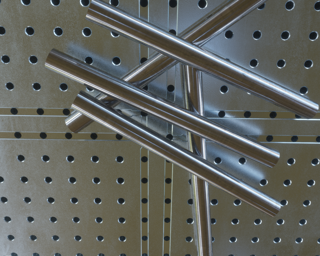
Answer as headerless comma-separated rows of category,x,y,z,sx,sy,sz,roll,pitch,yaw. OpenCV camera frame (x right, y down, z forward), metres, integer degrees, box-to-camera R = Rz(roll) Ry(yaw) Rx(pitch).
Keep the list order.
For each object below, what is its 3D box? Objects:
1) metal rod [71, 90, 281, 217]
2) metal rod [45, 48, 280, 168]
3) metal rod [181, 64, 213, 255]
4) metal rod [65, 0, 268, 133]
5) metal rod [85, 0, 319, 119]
metal rod,0.028,0.038,0.399,0.301,0.025,0.025,29,107,-11
metal rod,0.010,-0.020,0.378,0.301,0.025,0.025,24,108,-9
metal rod,0.055,0.059,0.435,0.025,0.025,0.298,-6,110,2
metal rod,0.006,-0.084,0.382,0.300,0.025,0.025,-33,107,11
metal rod,0.062,-0.074,0.364,0.302,0.025,0.025,21,109,-16
